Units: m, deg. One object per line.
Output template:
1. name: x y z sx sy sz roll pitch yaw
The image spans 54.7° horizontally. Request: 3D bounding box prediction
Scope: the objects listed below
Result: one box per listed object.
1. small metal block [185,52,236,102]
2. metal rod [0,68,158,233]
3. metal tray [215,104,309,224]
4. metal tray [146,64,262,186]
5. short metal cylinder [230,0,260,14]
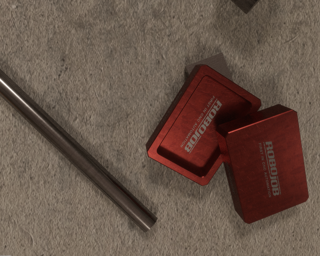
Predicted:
1. small metal block: 0.066 -0.065 0.411 0.050 0.025 0.050 -21 90 -1
2. metal rod: -0.121 0.025 0.408 0.300 0.025 0.025 44 90 -1
3. metal tray: 0.129 0.046 0.384 0.091 0.030 0.129 -19 110 -6
4. metal tray: 0.052 -0.003 0.390 0.090 0.030 0.129 30 99 -12
5. short metal cylinder: 0.118 -0.190 0.384 0.050 0.080 0.080 42 90 -1
